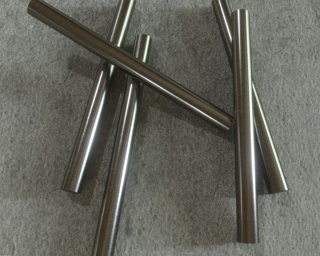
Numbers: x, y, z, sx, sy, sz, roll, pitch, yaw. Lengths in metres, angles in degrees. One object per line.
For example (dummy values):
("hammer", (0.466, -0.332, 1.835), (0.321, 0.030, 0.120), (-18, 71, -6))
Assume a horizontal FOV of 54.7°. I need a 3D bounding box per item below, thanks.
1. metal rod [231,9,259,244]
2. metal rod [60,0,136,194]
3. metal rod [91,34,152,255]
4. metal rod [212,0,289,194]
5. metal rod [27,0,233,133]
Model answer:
("metal rod", (0.107, -0.012, 0.395), (0.025, 0.025, 0.299), (2, 77, 0))
("metal rod", (-0.079, -0.060, 0.428), (0.025, 0.025, 0.299), (11, 70, 3))
("metal rod", (-0.045, 0.008, 0.404), (0.025, 0.025, 0.299), (8, 70, 2))
("metal rod", (0.119, -0.059, 0.431), (0.025, 0.025, 0.299), (-10, 70, -4))
("metal rod", (-0.037, -0.082, 0.408), (0.301, 0.025, 0.025), (31, 73, -1))
